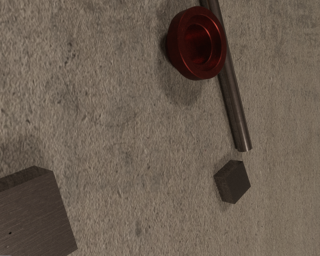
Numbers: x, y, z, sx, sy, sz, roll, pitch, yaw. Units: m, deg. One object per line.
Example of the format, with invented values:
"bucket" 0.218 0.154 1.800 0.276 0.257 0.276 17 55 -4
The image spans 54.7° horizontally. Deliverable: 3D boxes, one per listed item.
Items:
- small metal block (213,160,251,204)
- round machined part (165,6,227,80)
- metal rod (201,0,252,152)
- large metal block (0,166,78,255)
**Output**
"small metal block" 0.119 0.087 0.508 0.050 0.025 0.050 -34 111 -35
"round machined part" 0.046 -0.115 0.435 0.099 0.042 0.097 0 90 -40
"metal rod" 0.103 -0.102 0.493 0.025 0.025 0.298 -28 108 -37
"large metal block" -0.132 0.088 0.279 0.081 0.050 0.079 -22 104 -38
